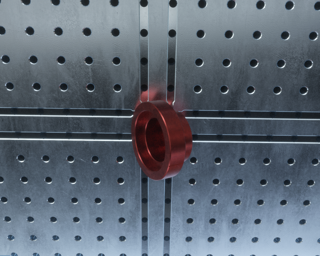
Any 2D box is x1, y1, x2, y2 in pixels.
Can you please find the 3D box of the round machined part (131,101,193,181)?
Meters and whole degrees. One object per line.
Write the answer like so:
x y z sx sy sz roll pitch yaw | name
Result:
0.004 0.014 0.390 0.042 0.098 0.097 -9 114 -30 | round machined part
